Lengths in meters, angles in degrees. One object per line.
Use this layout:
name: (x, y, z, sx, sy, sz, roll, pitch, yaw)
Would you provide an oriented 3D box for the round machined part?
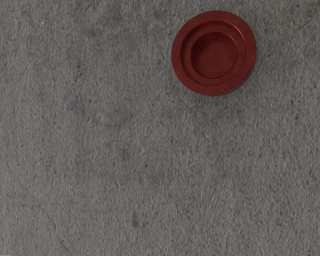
round machined part: (0.067, -0.087, 0.376, 0.098, 0.042, 0.097, 0, 90, 20)
